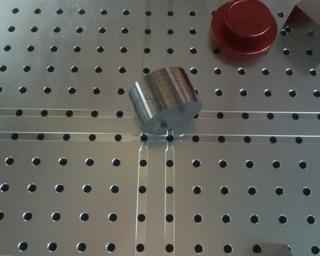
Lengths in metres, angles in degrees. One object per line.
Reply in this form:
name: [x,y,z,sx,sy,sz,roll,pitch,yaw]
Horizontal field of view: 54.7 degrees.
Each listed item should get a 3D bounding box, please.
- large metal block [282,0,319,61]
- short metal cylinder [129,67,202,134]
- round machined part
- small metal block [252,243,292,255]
large metal block: [0.248,-0.159,0.458,0.080,0.050,0.080,-36,74,-12]
short metal cylinder: [0.007,-0.034,0.395,0.080,0.080,0.050,-21,72,-8]
round machined part: [0.125,-0.152,0.459,0.099,0.042,0.098,0,70,0]
small metal block: [0.133,0.157,0.342,0.025,0.050,0.050,-23,72,-8]
